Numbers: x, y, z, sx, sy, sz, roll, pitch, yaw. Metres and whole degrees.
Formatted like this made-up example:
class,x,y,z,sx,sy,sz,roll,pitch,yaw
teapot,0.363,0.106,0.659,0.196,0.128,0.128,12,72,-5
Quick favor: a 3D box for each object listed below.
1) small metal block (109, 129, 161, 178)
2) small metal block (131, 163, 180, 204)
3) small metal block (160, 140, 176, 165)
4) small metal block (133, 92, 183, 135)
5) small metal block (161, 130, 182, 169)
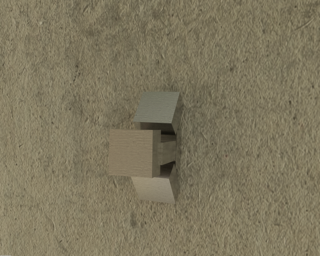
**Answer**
class,x,y,z,sx,sy,sz,roll,pitch,yaw
small metal block,-0.027,0.026,0.339,0.050,0.025,0.050,1,90,19
small metal block,-0.005,0.069,0.398,0.050,0.025,0.050,3,132,19
small metal block,-0.012,0.027,0.373,0.050,0.050,0.025,3,91,19
small metal block,-0.001,-0.020,0.397,0.050,0.025,0.050,3,55,20
small metal block,0.001,0.026,0.410,0.050,0.025,0.050,3,91,19
